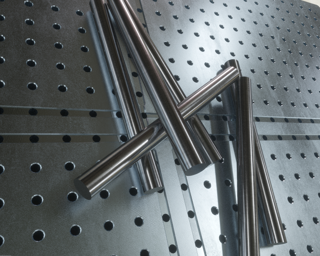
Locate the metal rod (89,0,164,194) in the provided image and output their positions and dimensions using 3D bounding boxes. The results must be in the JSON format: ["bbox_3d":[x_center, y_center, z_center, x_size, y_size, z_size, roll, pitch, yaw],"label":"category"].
[{"bbox_3d":[-0.051,-0.059,0.416,0.025,0.025,0.299,-5,64,-30],"label":"metal rod"}]

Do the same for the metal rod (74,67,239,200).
[{"bbox_3d":[0.019,-0.013,0.392,0.025,0.025,0.302,48,51,5],"label":"metal rod"}]

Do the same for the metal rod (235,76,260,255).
[{"bbox_3d":[0.117,0.057,0.419,0.025,0.025,0.300,17,60,-19],"label":"metal rod"}]

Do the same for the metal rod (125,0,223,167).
[{"bbox_3d":[0.004,-0.080,0.458,0.025,0.025,0.299,-18,71,-35],"label":"metal rod"}]

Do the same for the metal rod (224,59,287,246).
[{"bbox_3d":[0.137,0.018,0.469,0.025,0.025,0.299,9,58,-24],"label":"metal rod"}]

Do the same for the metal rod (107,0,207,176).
[{"bbox_3d":[-0.016,-0.075,0.394,0.025,0.025,0.299,-4,54,-30],"label":"metal rod"}]
